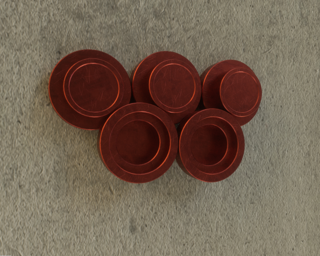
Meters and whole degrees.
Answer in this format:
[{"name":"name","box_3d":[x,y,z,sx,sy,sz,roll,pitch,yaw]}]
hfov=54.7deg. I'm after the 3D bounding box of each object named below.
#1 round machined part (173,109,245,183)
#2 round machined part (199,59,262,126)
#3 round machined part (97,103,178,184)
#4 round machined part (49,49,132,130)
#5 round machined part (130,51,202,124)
[{"name":"round machined part","box_3d":[0.063,0.023,0.426,0.099,0.042,0.097,0,90,-21]},{"name":"round machined part","box_3d":[0.105,-0.049,0.441,0.099,0.042,0.097,0,90,-21]},{"name":"round machined part","box_3d":[-0.030,0.018,0.391,0.099,0.042,0.097,0,90,-21]},{"name":"round machined part","box_3d":[-0.081,-0.046,0.372,0.099,0.042,0.097,0,90,-21]},{"name":"round machined part","box_3d":[0.012,-0.053,0.407,0.099,0.042,0.097,0,90,-21]}]
